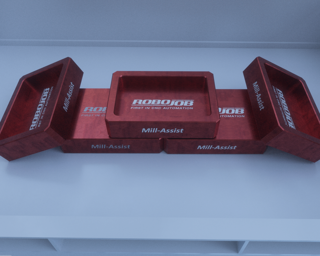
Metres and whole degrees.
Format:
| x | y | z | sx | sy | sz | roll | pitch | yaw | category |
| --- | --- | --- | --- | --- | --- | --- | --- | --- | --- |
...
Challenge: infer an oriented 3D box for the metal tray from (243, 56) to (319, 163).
| x | y | z | sx | sy | sz | roll | pitch | yaw | category |
| --- | --- | --- | --- | --- | --- | --- | --- | --- | --- |
| 0.161 | -0.027 | 0.398 | 0.091 | 0.030 | 0.130 | 19 | 46 | -21 | metal tray |

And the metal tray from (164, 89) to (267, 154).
| x | y | z | sx | sy | sz | roll | pitch | yaw | category |
| --- | --- | --- | --- | --- | --- | --- | --- | --- | --- |
| 0.070 | -0.011 | 0.410 | 0.131 | 0.030 | 0.090 | 0 | 50 | 0 | metal tray |

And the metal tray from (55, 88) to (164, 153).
| x | y | z | sx | sy | sz | roll | pitch | yaw | category |
| --- | --- | --- | --- | --- | --- | --- | --- | --- | --- |
| -0.061 | -0.011 | 0.410 | 0.131 | 0.030 | 0.090 | 0 | 50 | 0 | metal tray |

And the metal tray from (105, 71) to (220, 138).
| x | y | z | sx | sy | sz | roll | pitch | yaw | category |
| --- | --- | --- | --- | --- | --- | --- | --- | --- | --- |
| 0.003 | -0.031 | 0.387 | 0.131 | 0.030 | 0.090 | 0 | 49 | 0 | metal tray |

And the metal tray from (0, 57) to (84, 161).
| x | y | z | sx | sy | sz | roll | pitch | yaw | category |
| --- | --- | --- | --- | --- | --- | --- | --- | --- | --- |
| -0.154 | -0.027 | 0.399 | 0.090 | 0.030 | 0.130 | -16 | 47 | 19 | metal tray |
